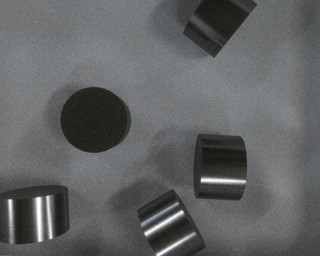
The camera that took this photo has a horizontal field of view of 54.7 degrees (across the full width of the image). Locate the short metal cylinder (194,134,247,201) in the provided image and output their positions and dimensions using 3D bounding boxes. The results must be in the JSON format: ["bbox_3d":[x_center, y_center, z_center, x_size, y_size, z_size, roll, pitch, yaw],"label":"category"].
[{"bbox_3d":[0.072,0.048,0.384,0.050,0.080,0.080,3,90,0],"label":"short metal cylinder"}]

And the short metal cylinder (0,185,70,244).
[{"bbox_3d":[-0.155,0.104,0.383,0.080,0.080,0.050,-3,90,0],"label":"short metal cylinder"}]

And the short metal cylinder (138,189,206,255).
[{"bbox_3d":[0.015,0.123,0.384,0.050,0.080,0.080,-31,90,0],"label":"short metal cylinder"}]

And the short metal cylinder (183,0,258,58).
[{"bbox_3d":[0.074,-0.134,0.384,0.050,0.080,0.080,39,90,0],"label":"short metal cylinder"}]

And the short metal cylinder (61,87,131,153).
[{"bbox_3d":[-0.080,-0.010,0.398,0.081,0.050,0.080,0,90,0],"label":"short metal cylinder"}]
